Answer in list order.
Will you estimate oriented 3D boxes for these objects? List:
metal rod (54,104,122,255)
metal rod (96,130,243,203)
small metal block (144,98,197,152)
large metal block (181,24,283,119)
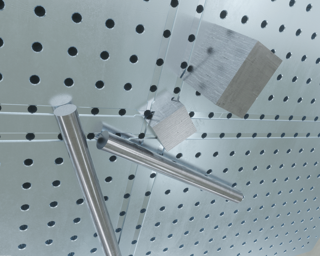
[{"bbox_3d":[-0.088,0.102,0.425,0.025,0.025,0.298,-20,126,-17],"label":"metal rod"},{"bbox_3d":[0.035,0.070,0.473,0.301,0.025,0.025,28,103,-38],"label":"metal rod"},{"bbox_3d":[0.015,-0.004,0.417,0.050,0.025,0.050,-35,129,-5],"label":"small metal block"},{"bbox_3d":[0.084,-0.070,0.378,0.050,0.080,0.080,22,107,-36],"label":"large metal block"}]
